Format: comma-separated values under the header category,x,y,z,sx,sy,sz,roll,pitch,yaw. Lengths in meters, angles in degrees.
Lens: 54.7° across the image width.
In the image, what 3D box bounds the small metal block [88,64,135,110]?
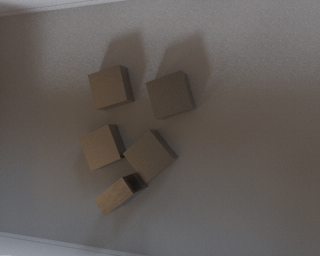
category,x,y,z,sx,sy,sz,roll,pitch,yaw
small metal block,-0.068,-0.056,0.433,0.050,0.025,0.050,-14,85,19

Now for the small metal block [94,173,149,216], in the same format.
category,x,y,z,sx,sy,sz,roll,pitch,yaw
small metal block,-0.050,0.087,0.414,0.050,0.050,0.025,-39,78,15

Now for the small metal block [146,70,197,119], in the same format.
category,x,y,z,sx,sy,sz,roll,pitch,yaw
small metal block,0.015,-0.042,0.405,0.050,0.025,0.050,-17,85,19

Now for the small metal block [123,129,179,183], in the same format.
category,x,y,z,sx,sy,sz,roll,pitch,yaw
small metal block,-0.012,0.037,0.414,0.050,0.025,0.050,-43,77,14

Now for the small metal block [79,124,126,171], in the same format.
category,x,y,z,sx,sy,sz,roll,pitch,yaw
small metal block,-0.079,0.028,0.437,0.050,0.025,0.050,-24,82,18
